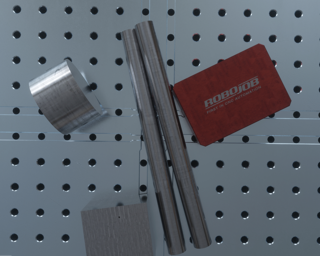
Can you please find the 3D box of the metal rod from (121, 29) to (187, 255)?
[{"bbox_3d":[-0.008,0.018,0.413,0.025,0.025,0.298,-12,90,0],"label":"metal rod"}]

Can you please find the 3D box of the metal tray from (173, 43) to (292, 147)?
[{"bbox_3d":[0.093,-0.043,0.411,0.131,0.030,0.090,-26,90,0],"label":"metal tray"}]

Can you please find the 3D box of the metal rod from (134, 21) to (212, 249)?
[{"bbox_3d":[0.018,0.011,0.405,0.025,0.025,0.298,-15,93,0],"label":"metal rod"}]

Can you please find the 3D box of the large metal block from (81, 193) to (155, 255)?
[{"bbox_3d":[-0.051,0.135,0.400,0.080,0.050,0.080,-8,90,0],"label":"large metal block"}]

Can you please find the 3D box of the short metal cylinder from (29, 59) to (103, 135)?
[{"bbox_3d":[-0.115,-0.038,0.385,0.050,0.080,0.080,-31,90,0],"label":"short metal cylinder"}]
